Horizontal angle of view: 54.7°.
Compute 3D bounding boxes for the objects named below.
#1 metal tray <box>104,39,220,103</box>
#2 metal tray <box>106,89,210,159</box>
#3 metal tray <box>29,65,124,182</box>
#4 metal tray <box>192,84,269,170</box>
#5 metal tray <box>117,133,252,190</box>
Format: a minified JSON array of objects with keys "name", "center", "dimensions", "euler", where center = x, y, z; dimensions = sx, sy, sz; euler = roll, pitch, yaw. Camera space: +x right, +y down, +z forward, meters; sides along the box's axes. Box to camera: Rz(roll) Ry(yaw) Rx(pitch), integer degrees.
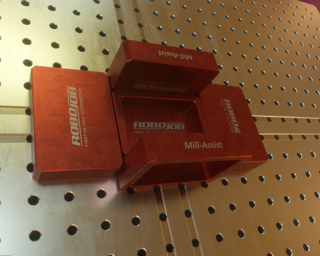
[{"name":"metal tray","center":[0.001,-0.067,0.409],"dimensions":[0.131,0.090,0.030],"euler":[1,62,-28]},{"name":"metal tray","center":[0.002,-0.001,0.405],"dimensions":[0.131,0.030,0.090],"euler":[1,61,-28]},{"name":"metal tray","center":[-0.099,-0.007,0.357],"dimensions":[0.091,0.030,0.130],"euler":[1,61,-28]},{"name":"metal tray","center":[0.098,-0.004,0.460],"dimensions":[0.091,0.030,0.130],"euler":[1,61,-29]},{"name":"metal tray","center":[0.027,0.039,0.357],"dimensions":[0.131,0.090,0.030],"euler":[1,62,-28]}]
